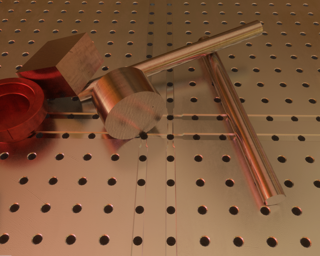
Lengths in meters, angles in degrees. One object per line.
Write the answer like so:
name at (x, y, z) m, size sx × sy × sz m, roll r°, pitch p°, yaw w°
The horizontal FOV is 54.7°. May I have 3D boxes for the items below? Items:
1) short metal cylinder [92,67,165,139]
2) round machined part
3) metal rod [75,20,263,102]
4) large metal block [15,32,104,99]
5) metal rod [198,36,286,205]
short metal cylinder at (-0.041, -0.031, 0.398) m, size 0.081 × 0.080 × 0.050 m, roll -21°, pitch 53°, yaw -17°
round machined part at (-0.199, -0.019, 0.411) m, size 0.099 × 0.042 × 0.098 m, roll 0°, pitch 50°, yaw 0°
metal rod at (0.019, -0.105, 0.472) m, size 0.302 × 0.025 × 0.025 m, roll -22°, pitch 53°, yaw -9°
large metal block at (-0.142, -0.088, 0.446) m, size 0.080 × 0.050 × 0.080 m, roll -1°, pitch 45°, yaw 30°
metal rod at (0.101, -0.034, 0.436) m, size 0.025 × 0.025 × 0.300 m, roll -7°, pitch 50°, yaw -6°
